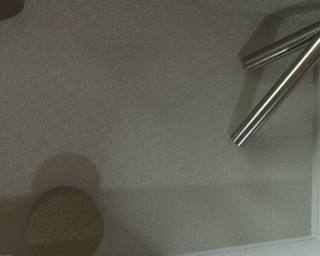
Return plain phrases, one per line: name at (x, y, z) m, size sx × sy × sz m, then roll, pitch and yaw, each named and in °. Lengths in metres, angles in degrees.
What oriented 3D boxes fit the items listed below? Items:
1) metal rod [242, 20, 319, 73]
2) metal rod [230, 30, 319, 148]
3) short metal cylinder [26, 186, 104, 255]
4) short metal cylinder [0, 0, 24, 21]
metal rod at (0.258, -0.151, 0.415) m, size 0.300 × 0.025 × 0.025 m, roll -24°, pitch 101°, yaw 19°
metal rod at (0.199, -0.093, 0.413) m, size 0.025 × 0.025 × 0.299 m, roll 31°, pitch 108°, yaw -18°
short metal cylinder at (-0.109, 0.112, 0.358) m, size 0.081 × 0.050 × 0.079 m, roll 0°, pitch 90°, yaw -20°
short metal cylinder at (-0.187, -0.143, 0.312) m, size 0.081 × 0.080 × 0.050 m, roll -17°, pitch 96°, yaw -20°
